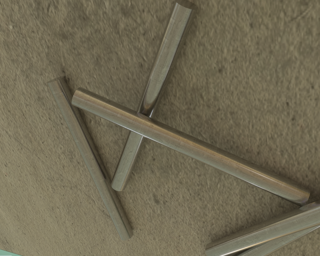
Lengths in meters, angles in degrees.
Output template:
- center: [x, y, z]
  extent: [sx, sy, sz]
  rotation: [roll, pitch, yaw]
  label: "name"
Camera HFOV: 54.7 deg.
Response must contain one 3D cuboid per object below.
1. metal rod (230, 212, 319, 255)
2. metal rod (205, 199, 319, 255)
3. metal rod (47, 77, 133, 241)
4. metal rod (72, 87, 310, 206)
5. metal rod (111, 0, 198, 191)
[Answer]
- center: [0.164, 0.139, 0.405]
  extent: [0.025, 0.025, 0.298]
  rotation: [38, 129, 2]
  label: "metal rod"
- center: [0.154, 0.117, 0.376]
  extent: [0.025, 0.025, 0.298]
  rotation: [43, 135, -2]
  label: "metal rod"
- center: [-0.104, 0.062, 0.497]
  extent: [0.025, 0.025, 0.298]
  rotation: [-5, 116, 30]
  label: "metal rod"
- center: [0.034, 0.021, 0.377]
  extent: [0.301, 0.025, 0.025]
  rotation: [24, 127, 4]
  label: "metal rod"
- center: [-0.020, -0.017, 0.404]
  extent: [0.025, 0.025, 0.298]
  rotation: [30, 128, 8]
  label: "metal rod"
